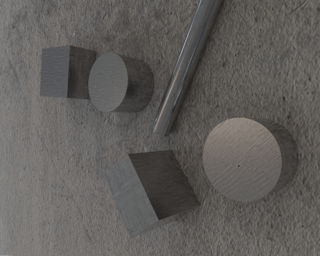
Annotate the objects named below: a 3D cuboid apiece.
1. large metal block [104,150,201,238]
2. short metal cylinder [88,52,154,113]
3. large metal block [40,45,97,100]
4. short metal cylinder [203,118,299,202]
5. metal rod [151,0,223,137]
[{"bbox_3d":[-0.009,0.076,0.376,0.050,0.081,0.080,-42,65,32],"label":"large metal block"},{"bbox_3d":[-0.055,-0.061,0.434,0.080,0.050,0.080,0,90,40],"label":"short metal cylinder"},{"bbox_3d":[-0.154,-0.090,0.516,0.080,0.050,0.079,7,95,39],"label":"large metal block"},{"bbox_3d":[0.091,0.030,0.314,0.080,0.050,0.080,0,90,40],"label":"short metal cylinder"},{"bbox_3d":[0.051,-0.128,0.362,0.025,0.025,0.298,33,110,35],"label":"metal rod"}]
